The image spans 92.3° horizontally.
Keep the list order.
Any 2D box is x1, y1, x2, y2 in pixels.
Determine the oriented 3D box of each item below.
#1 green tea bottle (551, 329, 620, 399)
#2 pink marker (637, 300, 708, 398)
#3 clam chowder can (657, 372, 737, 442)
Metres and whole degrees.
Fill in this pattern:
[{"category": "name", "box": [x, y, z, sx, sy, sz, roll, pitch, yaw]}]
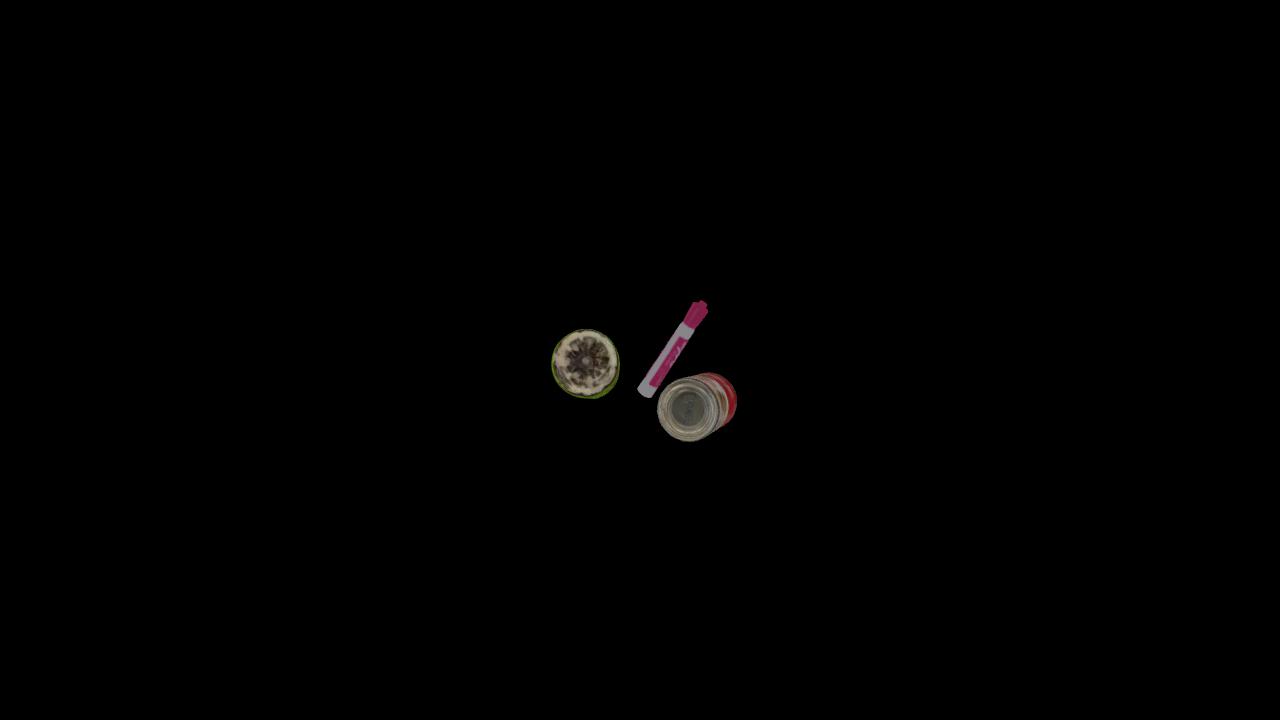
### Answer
[{"category": "green tea bottle", "box": [-0.059, 0.010, 0.706, 0.073, 0.073, 0.212, 0, -4, -4]}, {"category": "pink marker", "box": [0.035, -0.011, 0.650, 0.020, 0.121, 0.020, 28, 22, -12]}, {"category": "clam chowder can", "box": [0.064, 0.050, 0.671, 0.068, 0.068, 0.102, 0, 2, 19]}]
